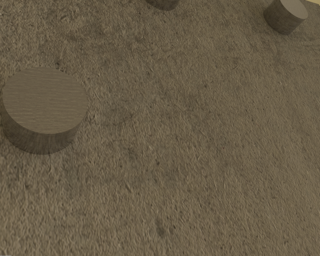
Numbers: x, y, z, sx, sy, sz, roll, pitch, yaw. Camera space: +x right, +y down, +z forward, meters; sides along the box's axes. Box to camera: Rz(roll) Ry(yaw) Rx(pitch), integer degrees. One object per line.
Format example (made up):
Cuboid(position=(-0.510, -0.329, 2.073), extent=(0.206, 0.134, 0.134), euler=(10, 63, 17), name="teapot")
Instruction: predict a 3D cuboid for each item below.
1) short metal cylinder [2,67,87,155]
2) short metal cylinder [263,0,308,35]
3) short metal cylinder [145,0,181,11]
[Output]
Cuboid(position=(-0.124, -0.018, 0.332), extent=(0.081, 0.050, 0.080), euler=(14, 56, -21), name="short metal cylinder")
Cuboid(position=(0.282, -0.257, 0.695), extent=(0.081, 0.050, 0.080), euler=(14, 56, -21), name="short metal cylinder")
Cuboid(position=(0.007, -0.256, 0.547), extent=(0.081, 0.050, 0.080), euler=(14, 56, -21), name="short metal cylinder")
